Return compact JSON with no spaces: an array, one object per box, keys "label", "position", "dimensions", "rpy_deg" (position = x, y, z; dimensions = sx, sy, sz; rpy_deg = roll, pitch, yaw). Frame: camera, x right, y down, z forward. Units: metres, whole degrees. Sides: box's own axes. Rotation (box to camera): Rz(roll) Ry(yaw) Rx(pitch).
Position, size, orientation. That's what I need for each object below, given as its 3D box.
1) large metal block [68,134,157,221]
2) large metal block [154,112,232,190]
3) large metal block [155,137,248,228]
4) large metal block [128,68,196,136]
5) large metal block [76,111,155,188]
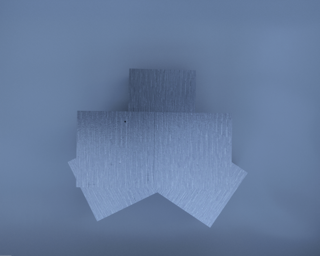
[{"label":"large metal block","position":[-0.057,0.059,0.397],"dimensions":[0.080,0.050,0.080],"rpy_deg":[-26,90,0]},{"label":"large metal block","position":[0.034,0.024,0.346],"dimensions":[0.081,0.050,0.080],"rpy_deg":[1,90,0]},{"label":"large metal block","position":[0.050,0.064,0.396],"dimensions":[0.080,0.050,0.080],"rpy_deg":[34,90,0]},{"label":"large metal block","position":[0.002,-0.031,0.397],"dimensions":[0.081,0.050,0.080],"rpy_deg":[2,90,0]},{"label":"large metal block","position":[-0.046,0.022,0.347],"dimensions":[0.081,0.050,0.080],"rpy_deg":[1,90,0]}]
